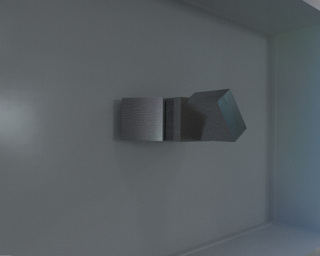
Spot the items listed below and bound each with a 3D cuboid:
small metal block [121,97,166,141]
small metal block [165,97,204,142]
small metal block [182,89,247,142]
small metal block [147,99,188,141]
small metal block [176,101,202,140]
[{"bbox_3d":[-0.017,-0.010,0.370,0.025,0.050,0.050,2,89,-74],"label":"small metal block"},{"bbox_3d":[0.034,-0.009,0.366,0.050,0.025,0.050,1,89,-40],"label":"small metal block"},{"bbox_3d":[0.059,-0.013,0.339,0.025,0.050,0.050,-42,116,-31],"label":"small metal block"},{"bbox_3d":[0.009,-0.009,0.395,0.025,0.050,0.050,1,89,-40],"label":"small metal block"},{"bbox_3d":[0.038,-0.009,0.417,0.025,0.050,0.050,1,90,-6],"label":"small metal block"}]
